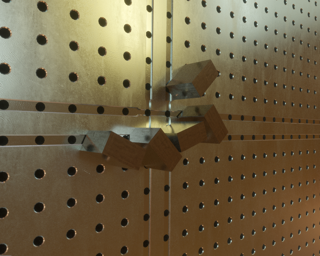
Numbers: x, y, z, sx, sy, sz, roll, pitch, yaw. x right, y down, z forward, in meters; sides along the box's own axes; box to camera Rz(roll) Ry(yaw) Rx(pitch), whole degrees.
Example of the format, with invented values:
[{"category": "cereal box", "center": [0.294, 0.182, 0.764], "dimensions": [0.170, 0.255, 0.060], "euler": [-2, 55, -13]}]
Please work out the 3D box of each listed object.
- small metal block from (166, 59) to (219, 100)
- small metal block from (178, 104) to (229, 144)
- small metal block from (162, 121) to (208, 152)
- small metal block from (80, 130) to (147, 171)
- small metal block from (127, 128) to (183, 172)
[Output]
[{"category": "small metal block", "center": [0.045, -0.066, 0.429], "dimensions": [0.050, 0.050, 0.025], "euler": [-51, 120, -28]}, {"category": "small metal block", "center": [0.062, -0.005, 0.443], "dimensions": [0.025, 0.050, 0.050], "euler": [-48, 118, -29]}, {"category": "small metal block", "center": [0.026, 0.010, 0.413], "dimensions": [0.050, 0.050, 0.025], "euler": [-23, 105, -38]}, {"category": "small metal block", "center": [-0.053, 0.025, 0.348], "dimensions": [0.050, 0.050, 0.025], "euler": [32, 70, -36]}, {"category": "small metal block", "center": [-0.009, 0.026, 0.385], "dimensions": [0.025, 0.050, 0.050], "euler": [-52, 121, -27]}]
